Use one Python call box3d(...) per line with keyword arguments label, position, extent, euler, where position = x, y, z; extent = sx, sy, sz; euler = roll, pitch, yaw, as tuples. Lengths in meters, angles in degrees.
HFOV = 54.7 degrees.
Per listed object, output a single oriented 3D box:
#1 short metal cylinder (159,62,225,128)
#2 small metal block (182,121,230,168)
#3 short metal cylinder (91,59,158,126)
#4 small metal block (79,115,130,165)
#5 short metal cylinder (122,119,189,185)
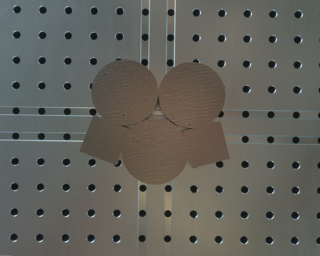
box3d(label="short metal cylinder", position=(0.039, -0.040, 0.398), extent=(0.081, 0.050, 0.079), euler=(0, 90, 0))
box3d(label="small metal block", position=(0.060, 0.022, 0.411), extent=(0.050, 0.025, 0.050), euler=(-14, 90, 0))
box3d(label="short metal cylinder", position=(-0.042, -0.043, 0.397), extent=(0.081, 0.050, 0.079), euler=(0, 90, 0))
box3d(label="small metal block", position=(-0.071, 0.016, 0.409), extent=(0.050, 0.025, 0.050), euler=(21, 90, 0))
box3d(label="short metal cylinder", position=(-0.006, 0.028, 0.397), extent=(0.081, 0.050, 0.079), euler=(0, 90, 0))
